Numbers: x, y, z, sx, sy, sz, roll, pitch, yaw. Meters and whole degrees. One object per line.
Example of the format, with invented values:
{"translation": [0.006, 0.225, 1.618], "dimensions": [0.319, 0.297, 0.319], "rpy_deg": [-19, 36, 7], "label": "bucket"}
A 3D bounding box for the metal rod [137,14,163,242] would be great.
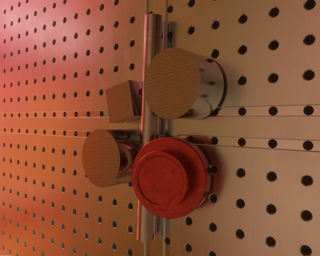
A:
{"translation": [-0.014, 0.001, 0.415], "dimensions": [0.025, 0.025, 0.298], "rpy_deg": [4, 92, 40], "label": "metal rod"}

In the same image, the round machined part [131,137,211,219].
{"translation": [0.008, 0.060, 0.371], "dimensions": [0.098, 0.042, 0.097], "rpy_deg": [0, 89, 24], "label": "round machined part"}

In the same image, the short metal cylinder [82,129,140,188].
{"translation": [-0.066, 0.041, 0.442], "dimensions": [0.080, 0.050, 0.079], "rpy_deg": [0, 90, 40], "label": "short metal cylinder"}

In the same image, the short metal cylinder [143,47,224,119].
{"translation": [0.027, -0.050, 0.365], "dimensions": [0.080, 0.050, 0.079], "rpy_deg": [0, 90, 40], "label": "short metal cylinder"}

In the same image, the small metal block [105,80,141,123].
{"translation": [-0.050, -0.037, 0.445], "dimensions": [0.050, 0.025, 0.050], "rpy_deg": [-14, 81, 39], "label": "small metal block"}
